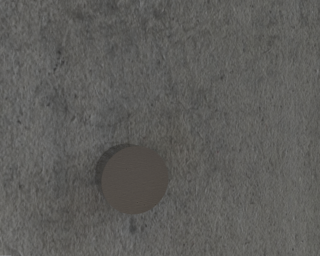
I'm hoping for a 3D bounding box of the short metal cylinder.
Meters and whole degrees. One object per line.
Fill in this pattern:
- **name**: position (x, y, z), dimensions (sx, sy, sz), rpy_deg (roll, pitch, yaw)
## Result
- **short metal cylinder**: position (-0.036, 0.060, 0.383), dimensions (0.081, 0.050, 0.079), rpy_deg (0, 90, -21)
